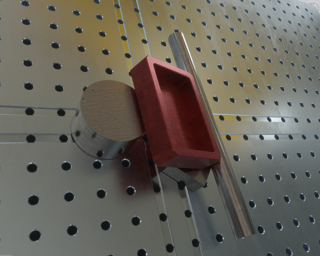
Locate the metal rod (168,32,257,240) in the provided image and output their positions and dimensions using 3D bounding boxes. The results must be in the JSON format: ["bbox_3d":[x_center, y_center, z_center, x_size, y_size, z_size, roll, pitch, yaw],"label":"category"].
[{"bbox_3d":[0.061,-0.007,0.415,0.025,0.025,0.299,-1,62,-29],"label":"metal rod"}]

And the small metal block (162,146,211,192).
[{"bbox_3d":[0.038,0.046,0.401,0.050,0.025,0.050,34,51,-7],"label":"small metal block"}]

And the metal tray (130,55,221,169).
[{"bbox_3d":[0.019,-0.017,0.376,0.091,0.030,0.130,11,55,-46],"label":"metal tray"}]

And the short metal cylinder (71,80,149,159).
[{"bbox_3d":[-0.059,-0.009,0.366,0.081,0.050,0.080,14,56,-21],"label":"short metal cylinder"}]

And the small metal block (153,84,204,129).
[{"bbox_3d":[0.027,-0.031,0.444,0.050,0.025,0.050,-16,70,-35],"label":"small metal block"}]
